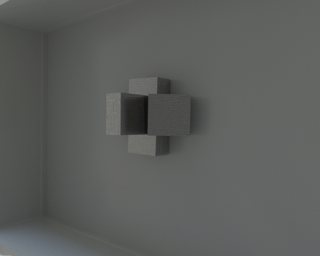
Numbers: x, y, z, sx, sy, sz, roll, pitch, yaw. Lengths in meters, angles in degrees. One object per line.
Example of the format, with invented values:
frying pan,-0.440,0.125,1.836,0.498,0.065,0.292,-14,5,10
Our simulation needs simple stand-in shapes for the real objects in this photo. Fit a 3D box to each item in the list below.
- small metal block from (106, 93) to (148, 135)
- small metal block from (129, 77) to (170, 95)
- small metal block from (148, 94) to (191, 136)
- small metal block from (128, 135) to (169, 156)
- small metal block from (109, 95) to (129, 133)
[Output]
small metal block,-0.040,-0.017,0.388,0.025,0.050,0.050,1,91,39
small metal block,-0.015,-0.041,0.416,0.050,0.025,0.050,3,92,39
small metal block,0.011,-0.016,0.380,0.050,0.025,0.050,1,92,0
small metal block,-0.016,0.010,0.417,0.050,0.025,0.050,3,92,40
small metal block,-0.057,-0.019,0.434,0.050,0.025,0.050,-172,83,-83
